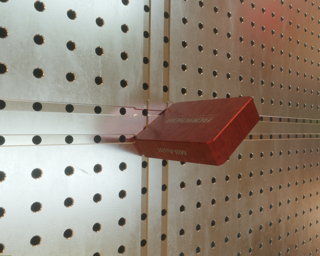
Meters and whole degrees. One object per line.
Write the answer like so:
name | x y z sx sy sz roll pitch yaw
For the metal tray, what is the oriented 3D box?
metal tray | 0.042 0.001 0.378 0.090 0.130 0.030 -42 116 -32
